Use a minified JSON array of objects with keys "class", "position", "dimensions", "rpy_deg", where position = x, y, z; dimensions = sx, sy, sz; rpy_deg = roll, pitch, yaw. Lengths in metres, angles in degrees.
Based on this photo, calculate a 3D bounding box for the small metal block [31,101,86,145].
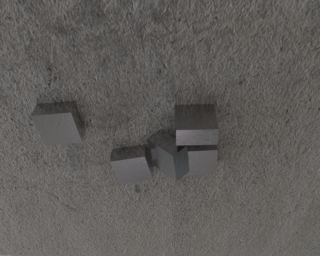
[{"class":"small metal block","position":[-0.130,-0.006,0.401],"dimensions":[0.050,0.025,0.050],"rpy_deg":[-5,130,4]}]

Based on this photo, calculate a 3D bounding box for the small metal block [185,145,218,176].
[{"class":"small metal block","position":[0.055,0.042,0.443],"dimensions":[0.050,0.025,0.050],"rpy_deg":[-3,130,2]}]

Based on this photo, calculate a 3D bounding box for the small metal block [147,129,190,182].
[{"class":"small metal block","position":[0.011,0.037,0.420],"dimensions":[0.025,0.050,0.050],"rpy_deg":[-35,136,-27]}]

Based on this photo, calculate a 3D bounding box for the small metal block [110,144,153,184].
[{"class":"small metal block","position":[-0.040,0.054,0.452],"dimensions":[0.050,0.025,0.050],"rpy_deg":[-9,130,7]}]

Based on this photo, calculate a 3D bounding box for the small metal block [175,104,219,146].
[{"class":"small metal block","position":[0.044,-0.005,0.387],"dimensions":[0.050,0.050,0.025],"rpy_deg":[-1,130,1]}]
